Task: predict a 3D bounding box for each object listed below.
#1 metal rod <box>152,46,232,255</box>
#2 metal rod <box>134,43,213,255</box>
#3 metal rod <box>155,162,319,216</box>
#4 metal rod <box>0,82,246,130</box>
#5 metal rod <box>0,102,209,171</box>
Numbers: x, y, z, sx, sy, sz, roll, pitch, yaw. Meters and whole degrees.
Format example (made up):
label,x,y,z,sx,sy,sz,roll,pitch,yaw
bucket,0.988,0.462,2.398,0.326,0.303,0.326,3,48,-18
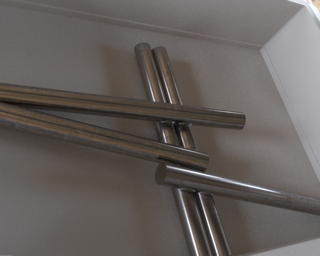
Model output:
label,x,y,z,sx,sy,sz,roll,pitch,yaw
metal rod,0.034,0.015,0.412,0.025,0.025,0.299,-1,62,-29
metal rod,0.010,0.013,0.401,0.025,0.025,0.299,-1,62,-29
metal rod,0.131,0.086,0.402,0.302,0.025,0.025,16,55,-26
metal rod,-0.034,-0.023,0.376,0.302,0.025,0.025,6,59,-18
metal rod,-0.088,0.006,0.338,0.302,0.025,0.025,15,56,-14
